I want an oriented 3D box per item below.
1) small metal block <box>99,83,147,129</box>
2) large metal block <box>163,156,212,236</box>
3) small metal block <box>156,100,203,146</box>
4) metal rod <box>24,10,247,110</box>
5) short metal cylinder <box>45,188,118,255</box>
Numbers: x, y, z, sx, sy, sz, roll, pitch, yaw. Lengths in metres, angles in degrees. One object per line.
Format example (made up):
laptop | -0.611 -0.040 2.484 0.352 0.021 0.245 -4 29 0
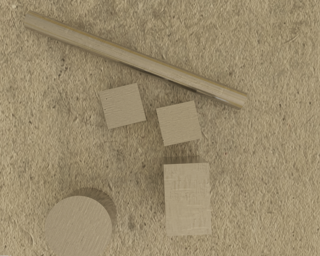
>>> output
small metal block | -0.048 -0.028 0.409 0.050 0.025 0.050 -14 90 -1
large metal block | 0.030 0.079 0.383 0.050 0.080 0.079 -2 90 0
small metal block | 0.025 -0.006 0.410 0.050 0.025 0.050 -12 90 -1
metal rod | -0.031 -0.089 0.409 0.301 0.025 0.025 21 90 -1
short metal cylinder | -0.098 0.121 0.396 0.081 0.050 0.079 0 90 -1
